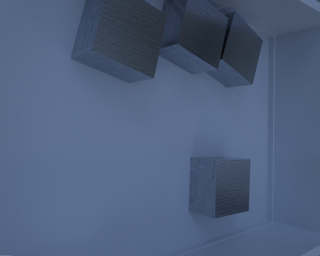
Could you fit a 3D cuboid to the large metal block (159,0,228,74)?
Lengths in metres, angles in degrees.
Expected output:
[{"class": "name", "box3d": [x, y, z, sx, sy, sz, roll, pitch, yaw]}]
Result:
[{"class": "large metal block", "box3d": [0.043, -0.130, 0.428, 0.080, 0.050, 0.080, 21, 77, -38]}]

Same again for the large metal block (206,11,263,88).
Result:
[{"class": "large metal block", "box3d": [0.110, -0.119, 0.485, 0.080, 0.050, 0.080, 27, 73, -37]}]

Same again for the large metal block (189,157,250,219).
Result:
[{"class": "large metal block", "box3d": [0.091, 0.086, 0.470, 0.081, 0.050, 0.080, 3, 88, -40]}]

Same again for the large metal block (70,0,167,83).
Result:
[{"class": "large metal block", "box3d": [-0.045, -0.105, 0.354, 0.080, 0.050, 0.080, 19, 78, -39]}]
